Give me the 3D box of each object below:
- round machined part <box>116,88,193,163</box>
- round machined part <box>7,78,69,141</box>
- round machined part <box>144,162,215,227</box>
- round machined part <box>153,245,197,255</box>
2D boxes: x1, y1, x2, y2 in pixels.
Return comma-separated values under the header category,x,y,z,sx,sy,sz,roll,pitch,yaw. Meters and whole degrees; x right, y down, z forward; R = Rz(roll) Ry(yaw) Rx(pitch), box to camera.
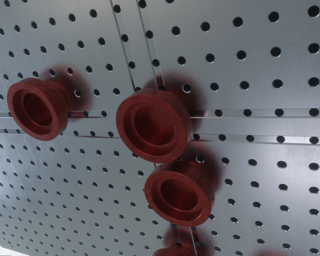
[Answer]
category,x,y,z,sx,sy,sz,roll,pitch,yaw
round machined part,-0.004,-0.006,0.399,0.098,0.042,0.097,13,124,21
round machined part,-0.181,-0.032,0.477,0.098,0.042,0.097,13,124,21
round machined part,0.031,0.089,0.439,0.098,0.042,0.097,13,124,21
round machined part,0.031,0.242,0.534,0.098,0.042,0.097,13,124,21
